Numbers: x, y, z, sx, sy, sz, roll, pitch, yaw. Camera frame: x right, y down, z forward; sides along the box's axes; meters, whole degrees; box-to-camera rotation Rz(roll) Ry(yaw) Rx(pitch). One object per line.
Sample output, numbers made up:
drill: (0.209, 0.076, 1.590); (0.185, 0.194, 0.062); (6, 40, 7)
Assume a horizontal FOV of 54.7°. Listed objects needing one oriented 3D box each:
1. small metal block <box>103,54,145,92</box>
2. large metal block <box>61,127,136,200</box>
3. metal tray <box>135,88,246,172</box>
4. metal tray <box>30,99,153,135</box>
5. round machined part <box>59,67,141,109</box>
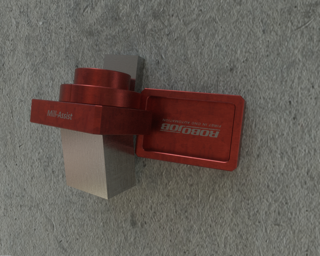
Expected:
small metal block: (-0.051, -0.074, 0.428); (0.050, 0.025, 0.050); (7, 92, 19)
large metal block: (-0.080, 0.038, 0.404); (0.080, 0.050, 0.079); (7, 106, 37)
metal tray: (0.037, 0.000, 0.394); (0.130, 0.030, 0.089); (7, 92, 19)
metal tray: (-0.086, -0.014, 0.387); (0.130, 0.091, 0.030); (8, 94, 38)
round machined part: (-0.072, -0.048, 0.384); (0.098, 0.098, 0.042); (7, 92, 19)
